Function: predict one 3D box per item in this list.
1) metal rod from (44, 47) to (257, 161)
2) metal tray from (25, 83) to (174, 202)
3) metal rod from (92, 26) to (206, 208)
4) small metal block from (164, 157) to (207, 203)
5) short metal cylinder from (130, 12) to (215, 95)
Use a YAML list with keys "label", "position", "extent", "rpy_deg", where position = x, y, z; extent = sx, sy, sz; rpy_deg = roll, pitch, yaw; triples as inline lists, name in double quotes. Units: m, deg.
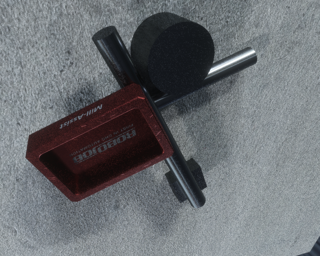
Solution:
- label: "metal rod"
  position: [-0.009, -0.032, 0.385]
  extent: [0.302, 0.025, 0.025]
  rpy_deg: [-26, 128, -12]
- label: "metal tray"
  position: [-0.061, 0.019, 0.335]
  extent: [0.130, 0.030, 0.090]
  rpy_deg: [-26, 129, 3]
- label: "metal rod"
  position: [0.003, 0.012, 0.387]
  extent: [0.025, 0.025, 0.299]
  rpy_deg: [-34, 129, -6]
- label: "small metal block"
  position: [0.041, 0.082, 0.483]
  extent: [0.050, 0.025, 0.050]
  rpy_deg: [-30, 129, -10]
- label: "short metal cylinder"
  position: [0.013, -0.084, 0.348]
  extent: [0.081, 0.050, 0.079]
  rpy_deg: [-14, 125, -21]
